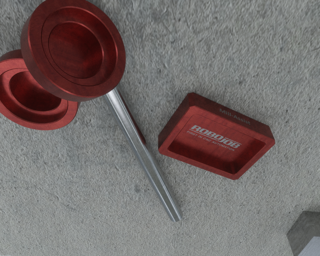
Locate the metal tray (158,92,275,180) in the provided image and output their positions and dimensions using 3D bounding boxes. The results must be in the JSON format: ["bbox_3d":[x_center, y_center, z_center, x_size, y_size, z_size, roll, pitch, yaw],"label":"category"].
[{"bbox_3d":[0.074,0.016,0.417,0.131,0.030,0.089,21,127,-18],"label":"metal tray"}]

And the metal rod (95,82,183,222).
[{"bbox_3d":[-0.019,0.044,0.444,0.025,0.025,0.299,-14,129,12],"label":"metal rod"}]

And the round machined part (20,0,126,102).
[{"bbox_3d":[-0.086,-0.073,0.305,0.098,0.098,0.042,40,148,-29],"label":"round machined part"}]

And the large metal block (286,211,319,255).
[{"bbox_3d":[0.291,0.197,0.562,0.081,0.050,0.079,5,130,-5],"label":"large metal block"}]

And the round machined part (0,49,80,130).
[{"bbox_3d":[-0.138,-0.047,0.352,0.099,0.042,0.097,1,133,2],"label":"round machined part"}]
